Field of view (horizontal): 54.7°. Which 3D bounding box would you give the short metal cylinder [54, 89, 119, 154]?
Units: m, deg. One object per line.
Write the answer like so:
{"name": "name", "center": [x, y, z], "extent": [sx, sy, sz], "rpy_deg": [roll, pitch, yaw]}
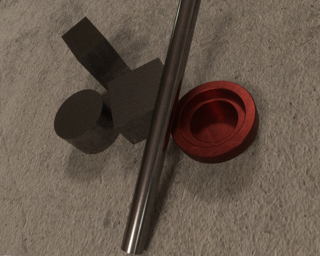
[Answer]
{"name": "short metal cylinder", "center": [-0.103, -0.009, 0.445], "extent": [0.080, 0.050, 0.080], "rpy_deg": [-13, 56, 20]}

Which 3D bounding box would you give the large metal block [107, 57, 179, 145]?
{"name": "large metal block", "center": [-0.019, -0.036, 0.419], "extent": [0.080, 0.050, 0.080], "rpy_deg": [-24, 53, 13]}

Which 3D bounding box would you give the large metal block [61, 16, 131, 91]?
{"name": "large metal block", "center": [-0.099, -0.116, 0.489], "extent": [0.050, 0.080, 0.080], "rpy_deg": [-40, 51, 1]}

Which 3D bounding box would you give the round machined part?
{"name": "round machined part", "center": [0.065, -0.003, 0.360], "extent": [0.098, 0.042, 0.098], "rpy_deg": [-13, 56, 20]}

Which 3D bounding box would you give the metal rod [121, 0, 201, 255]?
{"name": "metal rod", "center": [0.003, -0.011, 0.353], "extent": [0.025, 0.025, 0.299], "rpy_deg": [10, 83, 32]}
